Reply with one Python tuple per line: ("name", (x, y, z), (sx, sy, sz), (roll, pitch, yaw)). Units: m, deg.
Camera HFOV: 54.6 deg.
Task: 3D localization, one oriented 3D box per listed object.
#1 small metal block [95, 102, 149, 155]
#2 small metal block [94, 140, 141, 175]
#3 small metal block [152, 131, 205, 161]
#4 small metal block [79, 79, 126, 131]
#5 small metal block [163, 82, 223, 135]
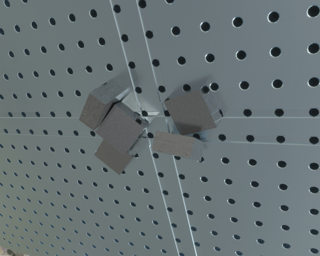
("small metal block", (-0.052, 0.000, 0.429), (0.050, 0.025, 0.050), (39, 109, 2))
("small metal block", (-0.064, 0.036, 0.468), (0.050, 0.025, 0.050), (39, 129, 2))
("small metal block", (0.024, 0.023, 0.394), (0.050, 0.050, 0.025), (10, 84, 23))
("small metal block", (-0.077, -0.032, 0.417), (0.025, 0.050, 0.050), (37, 129, 4))
("small metal block", (0.040, -0.022, 0.377), (0.050, 0.025, 0.050), (-16, 110, 34))
